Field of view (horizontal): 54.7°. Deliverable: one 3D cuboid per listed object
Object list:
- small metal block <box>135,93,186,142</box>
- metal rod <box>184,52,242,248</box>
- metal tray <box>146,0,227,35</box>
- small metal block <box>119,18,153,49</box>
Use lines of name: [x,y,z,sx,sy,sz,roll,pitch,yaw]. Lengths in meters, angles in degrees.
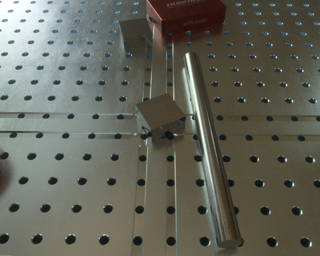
small metal block: [0.000,-0.016,0.421,0.050,0.025,0.050,-21,53,-17]
metal rod: [0.060,0.002,0.406,0.025,0.025,0.300,-3,50,-2]
metal tray: [0.049,-0.227,0.595,0.131,0.030,0.090,-17,52,-14]
small metal block: [-0.043,-0.168,0.548,0.050,0.025,0.050,-10,51,-9]
